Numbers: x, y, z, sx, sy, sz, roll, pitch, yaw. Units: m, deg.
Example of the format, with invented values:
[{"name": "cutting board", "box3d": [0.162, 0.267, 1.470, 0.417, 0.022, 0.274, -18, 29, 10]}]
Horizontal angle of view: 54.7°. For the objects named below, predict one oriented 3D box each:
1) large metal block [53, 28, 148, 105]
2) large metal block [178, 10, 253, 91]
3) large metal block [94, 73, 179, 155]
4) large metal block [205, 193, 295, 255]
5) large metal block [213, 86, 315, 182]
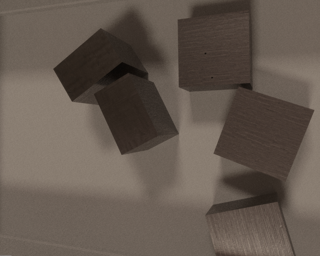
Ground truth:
[{"name": "large metal block", "box3d": [-0.074, -0.075, 0.406, 0.080, 0.080, 0.050, -35, 79, 16]}, {"name": "large metal block", "box3d": [0.068, -0.088, 0.373, 0.080, 0.050, 0.079, -1, 90, 19]}, {"name": "large metal block", "box3d": [-0.026, -0.016, 0.390, 0.050, 0.080, 0.080, -28, 81, 17]}, {"name": "large metal block", "box3d": [0.107, 0.127, 0.359, 0.080, 0.050, 0.080, -17, 85, 19]}, {"name": "large metal block", "box3d": [0.117, 0.005, 0.356, 0.080, 0.050, 0.080, 21, 97, 18]}]
